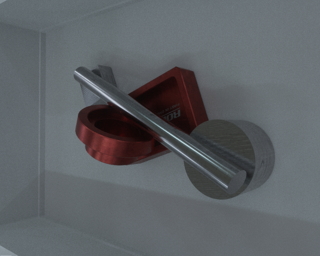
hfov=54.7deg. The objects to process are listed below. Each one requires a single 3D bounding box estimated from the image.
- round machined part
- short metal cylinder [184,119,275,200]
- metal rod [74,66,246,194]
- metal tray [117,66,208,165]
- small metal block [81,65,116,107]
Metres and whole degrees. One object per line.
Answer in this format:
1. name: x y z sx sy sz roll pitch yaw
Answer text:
1. round machined part: -0.055 0.011 0.383 0.098 0.099 0.042 34 119 34
2. short metal cylinder: 0.072 0.031 0.328 0.080 0.050 0.079 0 90 39
3. metal rod: -0.025 -0.017 0.371 0.300 0.025 0.025 35 111 41
4. metal tray: -0.005 -0.011 0.403 0.130 0.030 0.090 -24 75 37
5. small metal block: -0.095 -0.063 0.481 0.050 0.025 0.050 -28 73 36
